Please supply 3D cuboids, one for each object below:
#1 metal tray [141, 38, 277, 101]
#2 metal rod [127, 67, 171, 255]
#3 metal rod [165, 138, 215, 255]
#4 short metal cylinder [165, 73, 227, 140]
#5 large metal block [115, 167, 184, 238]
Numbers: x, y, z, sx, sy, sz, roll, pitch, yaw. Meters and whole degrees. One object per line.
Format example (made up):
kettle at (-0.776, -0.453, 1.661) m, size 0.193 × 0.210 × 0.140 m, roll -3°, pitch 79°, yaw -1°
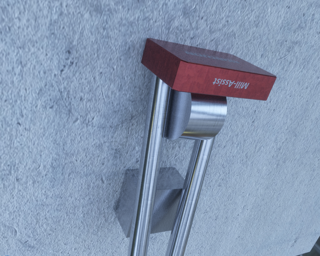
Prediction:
metal tray at (0.055, -0.067, 0.356) m, size 0.131 × 0.090 × 0.030 m, roll 2°, pitch 117°, yaw -30°
metal rod at (-0.015, 0.065, 0.383) m, size 0.025 × 0.025 × 0.298 m, roll 2°, pitch 102°, yaw -30°
metal rod at (0.047, 0.068, 0.418) m, size 0.025 × 0.025 × 0.298 m, roll 9°, pitch 99°, yaw -33°
short metal cylinder at (0.036, -0.025, 0.379) m, size 0.050 × 0.080 × 0.079 m, roll 2°, pitch 118°, yaw -30°
large metal block at (-0.012, 0.106, 0.450) m, size 0.081 × 0.050 × 0.079 m, roll 2°, pitch 118°, yaw -30°
